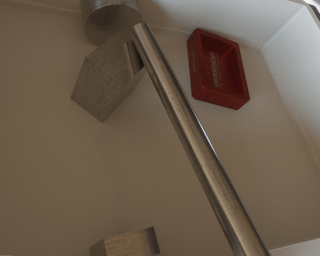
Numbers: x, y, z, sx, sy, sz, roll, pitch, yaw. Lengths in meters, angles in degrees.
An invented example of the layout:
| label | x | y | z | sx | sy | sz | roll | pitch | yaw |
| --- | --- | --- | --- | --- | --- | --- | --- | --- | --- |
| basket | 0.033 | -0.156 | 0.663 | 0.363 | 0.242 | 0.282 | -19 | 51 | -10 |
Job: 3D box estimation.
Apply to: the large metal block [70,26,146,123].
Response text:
| label | x | y | z | sx | sy | sz | roll | pitch | yaw |
| --- | --- | --- | --- | --- | --- | --- | --- | --- | --- |
| large metal block | -0.057 | -0.065 | 0.381 | 0.050 | 0.080 | 0.080 | 39 | 51 | -3 |

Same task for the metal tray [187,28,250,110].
| label | x | y | z | sx | sy | sz | roll | pitch | yaw |
| --- | --- | --- | --- | --- | --- | --- | --- | --- | --- |
| metal tray | 0.095 | -0.099 | 0.516 | 0.091 | 0.030 | 0.130 | 12 | 56 | -22 |

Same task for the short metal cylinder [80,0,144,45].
| label | x | y | z | sx | sy | sz | roll | pitch | yaw |
| --- | --- | --- | --- | --- | --- | --- | --- | --- | --- |
| short metal cylinder | -0.067 | -0.159 | 0.432 | 0.081 | 0.080 | 0.050 | 0 | 62 | -29 |

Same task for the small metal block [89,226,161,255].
| label | x | y | z | sx | sy | sz | roll | pitch | yaw |
| --- | --- | --- | --- | --- | --- | --- | --- | --- | --- |
| small metal block | -0.035 | 0.118 | 0.299 | 0.050 | 0.050 | 0.025 | -3 | 63 | -30 |

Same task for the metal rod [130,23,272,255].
| label | x | y | z | sx | sy | sz | roll | pitch | yaw |
| --- | --- | --- | --- | --- | --- | --- | --- | --- | --- |
| metal rod | 0.030 | 0.007 | 0.288 | 0.025 | 0.025 | 0.299 | -5 | 56 | -31 |
